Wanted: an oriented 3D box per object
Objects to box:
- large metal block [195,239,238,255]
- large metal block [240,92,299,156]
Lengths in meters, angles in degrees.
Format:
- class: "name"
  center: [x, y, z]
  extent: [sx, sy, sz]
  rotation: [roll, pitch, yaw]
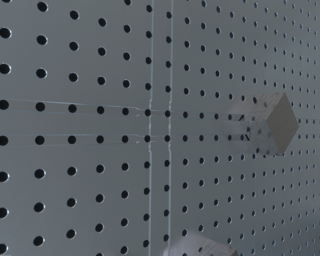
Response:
- class: "large metal block"
  center: [0.081, 0.230, 0.460]
  extent: [0.081, 0.050, 0.080]
  rotation: [-32, 110, -35]
- class: "large metal block"
  center: [0.199, -0.007, 0.558]
  extent: [0.080, 0.050, 0.080]
  rotation: [-48, 118, -29]
